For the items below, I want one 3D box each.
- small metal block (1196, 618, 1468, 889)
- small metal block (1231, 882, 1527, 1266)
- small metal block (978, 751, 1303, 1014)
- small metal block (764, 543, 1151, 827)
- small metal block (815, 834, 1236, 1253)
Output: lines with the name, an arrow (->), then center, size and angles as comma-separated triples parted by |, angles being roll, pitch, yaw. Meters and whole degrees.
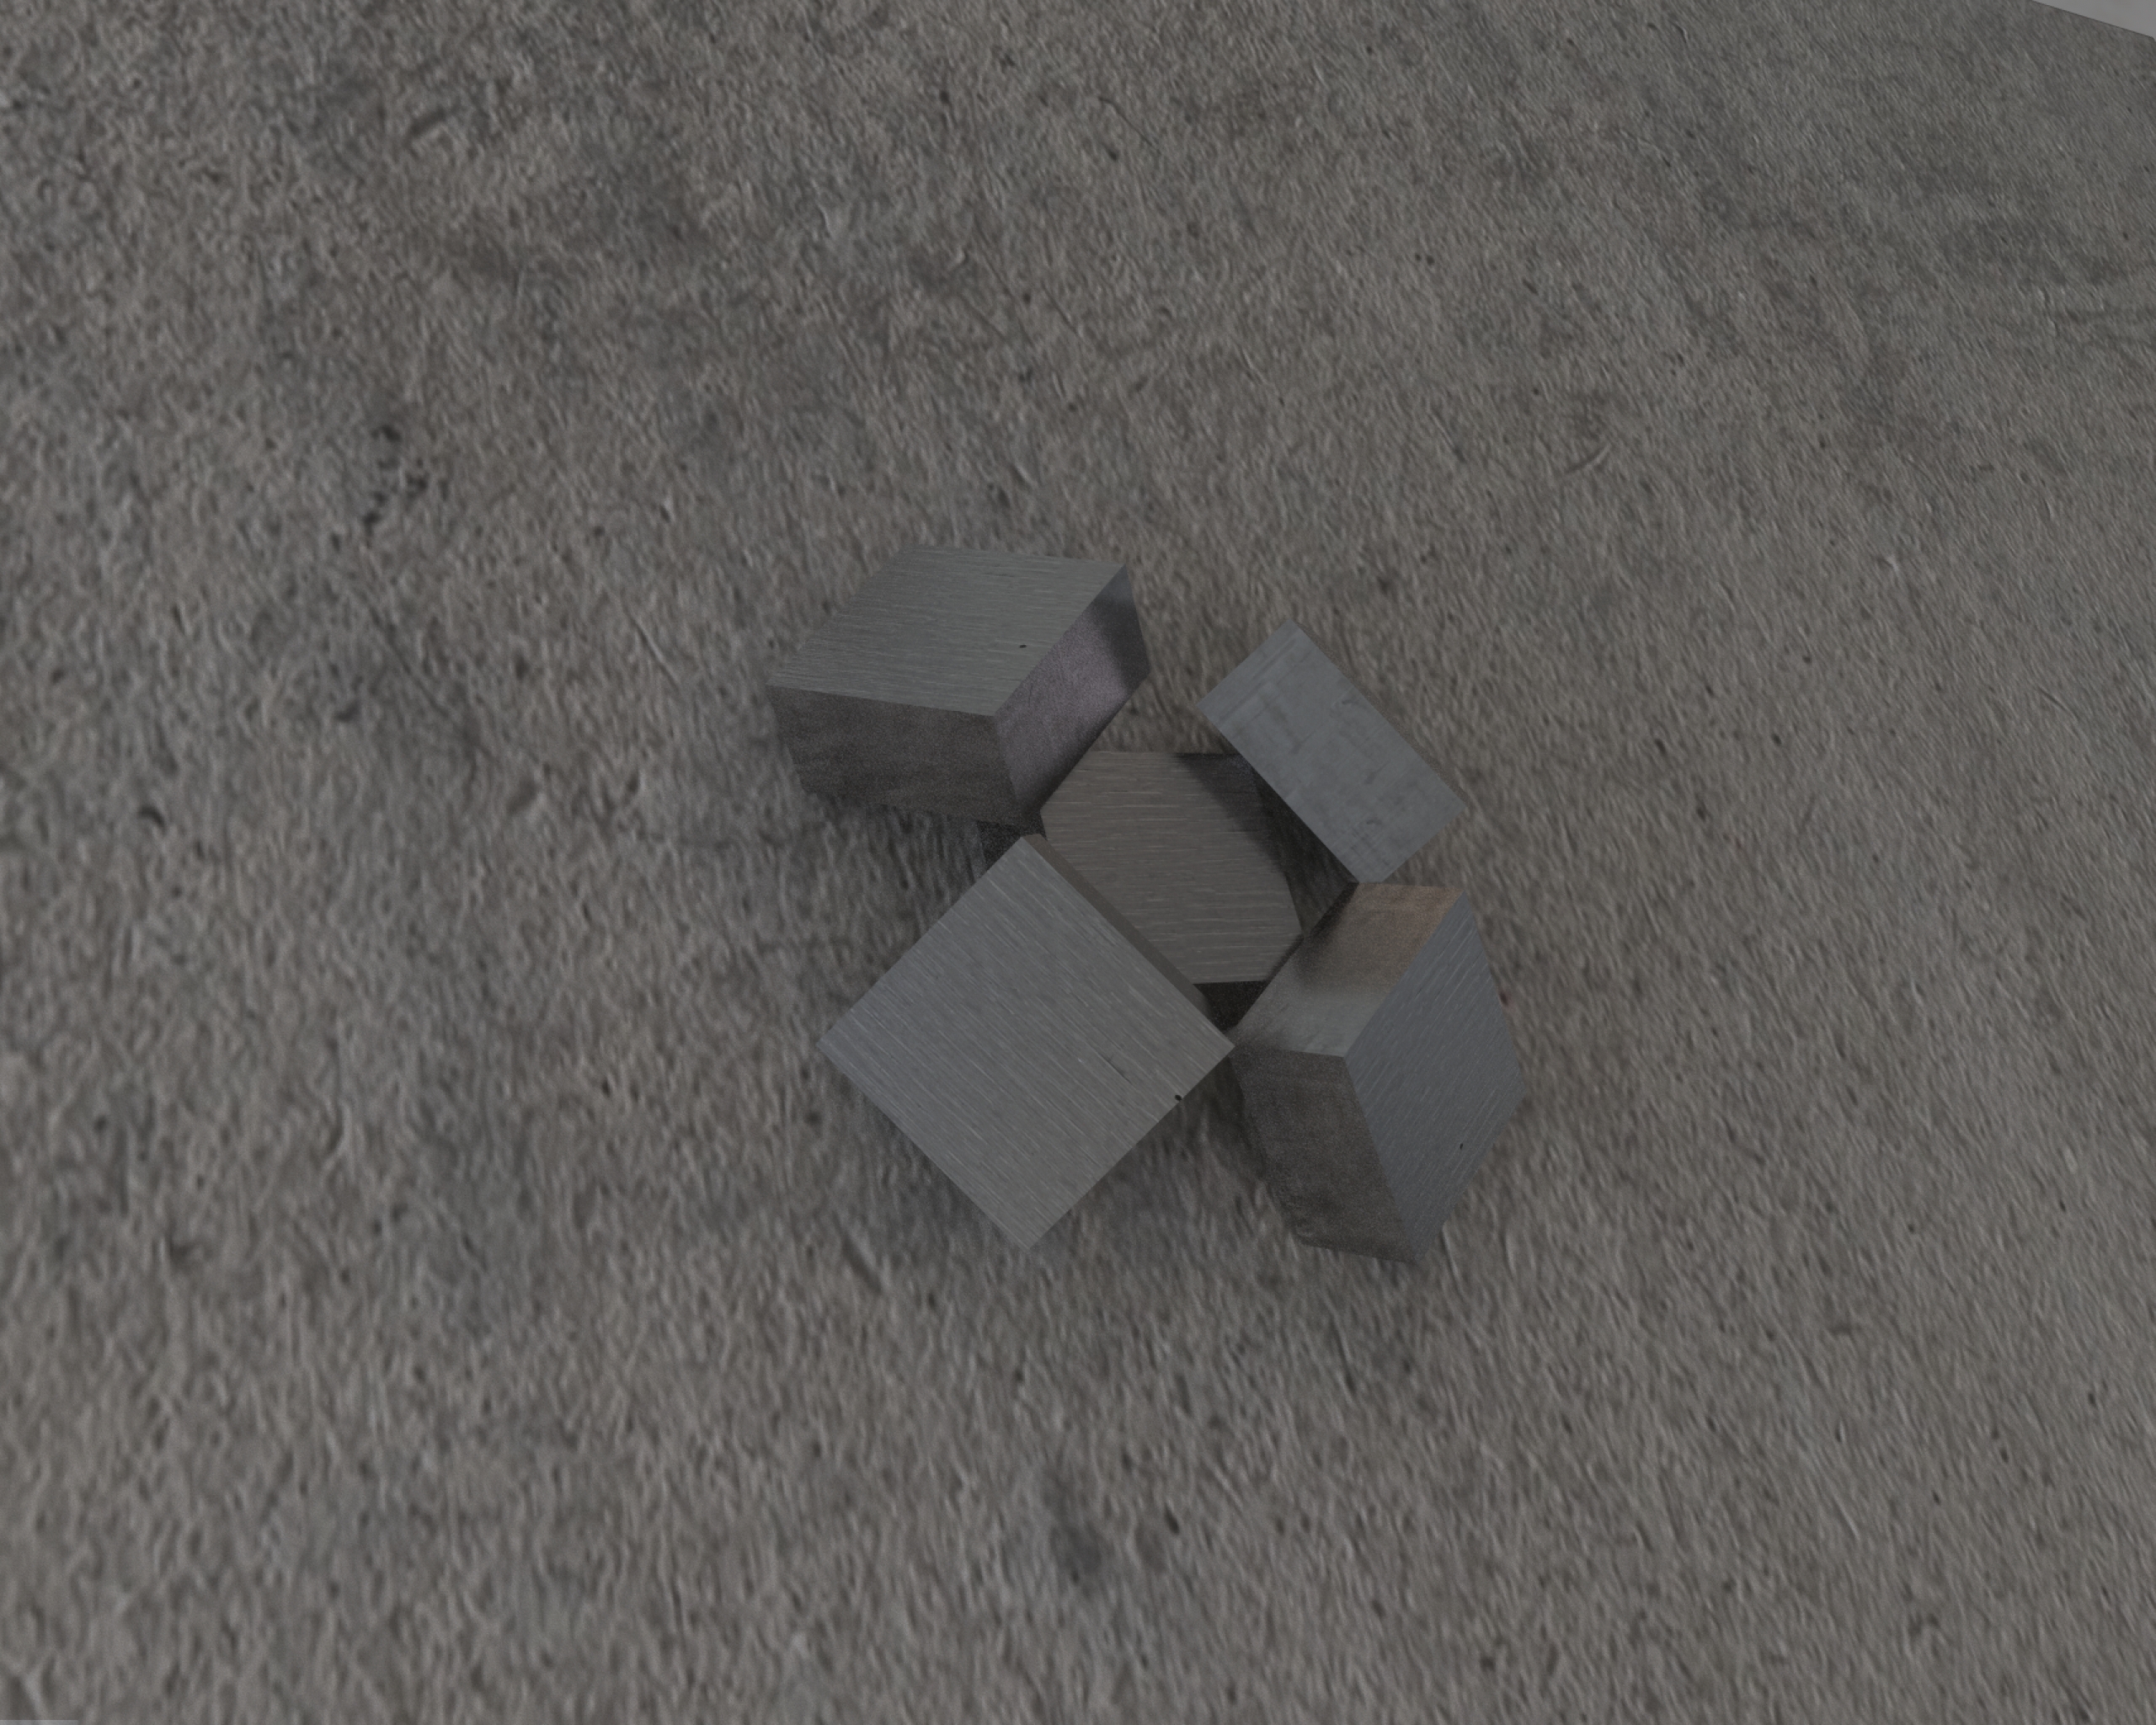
small metal block -> 0.054, -0.022, 0.429 | 0.050, 0.025, 0.050 | 48, 11, 5
small metal block -> 0.058, 0.039, 0.395 | 0.050, 0.025, 0.050 | -47, 127, -39
small metal block -> 0.013, 0.006, 0.406 | 0.050, 0.025, 0.050 | 0, 62, -29
small metal block -> -0.022, -0.035, 0.396 | 0.050, 0.025, 0.050 | 10, 44, 29
small metal block -> -0.008, 0.030, 0.363 | 0.050, 0.025, 0.050 | 45, 95, 2
